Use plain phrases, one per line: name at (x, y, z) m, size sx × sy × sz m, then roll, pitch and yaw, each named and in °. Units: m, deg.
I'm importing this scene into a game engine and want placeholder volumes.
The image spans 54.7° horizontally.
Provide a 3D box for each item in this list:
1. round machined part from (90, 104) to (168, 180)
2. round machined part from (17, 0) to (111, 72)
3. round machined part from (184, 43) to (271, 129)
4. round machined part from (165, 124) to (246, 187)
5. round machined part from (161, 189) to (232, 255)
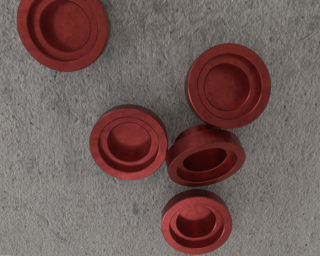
round machined part at (-0.039, 0.015, 0.406) m, size 0.099 × 0.042 × 0.097 m, roll 0°, pitch 110°, yaw 0°
round machined part at (-0.106, -0.117, 0.357) m, size 0.099 × 0.042 × 0.097 m, roll 0°, pitch 110°, yaw 0°
round machined part at (0.078, -0.048, 0.373) m, size 0.099 × 0.042 × 0.097 m, roll 0°, pitch 92°, yaw -7°
round machined part at (0.055, 0.032, 0.398) m, size 0.099 × 0.042 × 0.097 m, roll -7°, pitch 140°, yaw -6°
round machined part at (0.051, 0.130, 0.449) m, size 0.099 × 0.042 × 0.097 m, roll 0°, pitch 110°, yaw 0°
